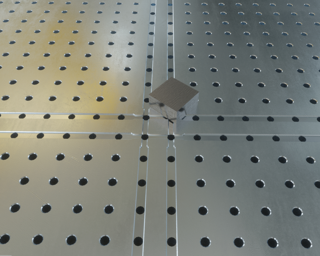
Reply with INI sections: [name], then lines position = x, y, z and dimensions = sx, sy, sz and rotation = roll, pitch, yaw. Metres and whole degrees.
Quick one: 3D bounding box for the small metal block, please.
[small metal block]
position = 0.020, -0.041, 0.442
dimensions = 0.050, 0.025, 0.050
rotation = 33, 57, 25
